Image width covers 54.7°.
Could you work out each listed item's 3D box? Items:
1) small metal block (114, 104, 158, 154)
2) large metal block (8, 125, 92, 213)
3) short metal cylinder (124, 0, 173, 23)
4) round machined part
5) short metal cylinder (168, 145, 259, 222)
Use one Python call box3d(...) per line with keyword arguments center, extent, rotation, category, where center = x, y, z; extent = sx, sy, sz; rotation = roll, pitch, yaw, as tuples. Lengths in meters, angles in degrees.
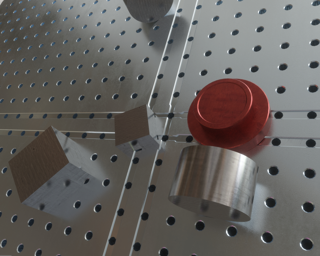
box3d(center=(-0.033, 0.002, 0.423), extent=(0.050, 0.025, 0.050), rotation=(-19, 54, 16), category="small metal block")
box3d(center=(-0.155, 0.058, 0.436), extent=(0.080, 0.050, 0.080), rotation=(-41, 51, 0), category="large metal block")
box3d(center=(-0.023, -0.227, 0.523), extent=(0.080, 0.080, 0.050), rotation=(-31, 52, 8), category="short metal cylinder")
box3d(center=(0.078, -0.020, 0.368), extent=(0.098, 0.042, 0.098), rotation=(-13, 56, 20), category="round machined part")
box3d(center=(0.053, 0.057, 0.309), extent=(0.080, 0.080, 0.050), rotation=(3, 64, 29), category="short metal cylinder")
